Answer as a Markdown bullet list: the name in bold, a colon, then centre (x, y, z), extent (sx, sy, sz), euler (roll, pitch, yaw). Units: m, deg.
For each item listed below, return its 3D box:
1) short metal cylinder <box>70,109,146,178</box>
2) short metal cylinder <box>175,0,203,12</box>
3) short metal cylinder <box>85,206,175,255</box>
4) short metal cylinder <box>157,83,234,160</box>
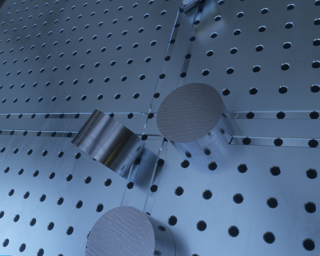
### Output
- **short metal cylinder**: centre (-0.065, 0.020, 0.395), extent (0.080, 0.080, 0.050), euler (26, 76, 37)
- **short metal cylinder**: centre (0.040, -0.236, 0.497), extent (0.050, 0.080, 0.080), euler (-33, 52, 7)
- **short metal cylinder**: centre (-0.031, 0.129, 0.329), extent (0.080, 0.050, 0.080), euler (-13, 57, 21)
- **short metal cylinder**: centre (0.043, -0.007, 0.374), extent (0.080, 0.050, 0.080), euler (-13, 56, 21)
